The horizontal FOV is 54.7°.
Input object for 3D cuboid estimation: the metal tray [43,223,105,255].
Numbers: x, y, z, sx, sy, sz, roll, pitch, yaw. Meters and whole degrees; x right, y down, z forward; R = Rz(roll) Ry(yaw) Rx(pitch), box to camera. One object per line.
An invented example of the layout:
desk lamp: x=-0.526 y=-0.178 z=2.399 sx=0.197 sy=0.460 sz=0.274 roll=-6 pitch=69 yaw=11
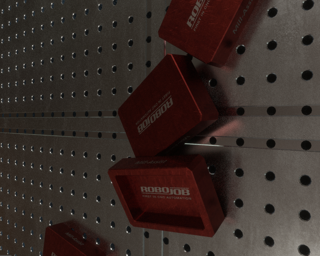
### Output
metal tray: x=-0.151 y=0.230 z=0.528 sx=0.130 sy=0.030 sz=0.089 roll=15 pitch=99 yaw=38

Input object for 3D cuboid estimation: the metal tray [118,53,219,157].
metal tray: x=0.003 y=-0.018 z=0.388 sx=0.129 sy=0.030 sz=0.090 roll=-41 pitch=65 yaw=42

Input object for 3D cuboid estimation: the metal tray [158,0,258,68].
metal tray: x=0.061 y=-0.147 z=0.355 sx=0.090 sy=0.030 sz=0.129 roll=39 pitch=114 yaw=32

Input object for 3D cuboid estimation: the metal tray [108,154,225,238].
metal tray: x=0.004 y=0.081 z=0.378 sx=0.130 sy=0.030 sz=0.090 roll=-8 pitch=110 yaw=39
